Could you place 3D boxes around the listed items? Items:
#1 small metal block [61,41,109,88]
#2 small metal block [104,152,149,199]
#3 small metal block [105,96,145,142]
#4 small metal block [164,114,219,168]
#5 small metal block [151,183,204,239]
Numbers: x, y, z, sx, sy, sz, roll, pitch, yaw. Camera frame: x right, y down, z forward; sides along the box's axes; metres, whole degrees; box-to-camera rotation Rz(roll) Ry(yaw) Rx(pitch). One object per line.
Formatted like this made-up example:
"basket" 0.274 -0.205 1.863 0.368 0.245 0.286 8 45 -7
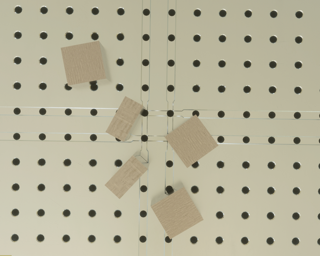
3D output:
"small metal block" -0.099 -0.084 0.413 0.050 0.025 0.050 -11 90 0
"small metal block" -0.041 0.059 0.401 0.025 0.050 0.050 43 90 0
"small metal block" -0.043 -0.011 0.401 0.025 0.050 0.050 29 90 0
"small metal block" 0.041 0.017 0.414 0.050 0.025 0.050 -36 90 0
"small metal block" 0.022 0.110 0.414 0.050 0.025 0.050 -30 90 0
